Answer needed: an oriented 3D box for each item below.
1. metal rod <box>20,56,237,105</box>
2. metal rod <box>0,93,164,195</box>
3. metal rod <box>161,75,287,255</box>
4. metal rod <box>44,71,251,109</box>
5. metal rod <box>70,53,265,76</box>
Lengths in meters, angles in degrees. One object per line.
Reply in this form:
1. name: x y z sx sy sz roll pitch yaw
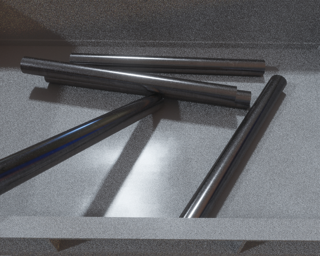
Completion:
1. metal rod: -0.047 -0.067 0.432 0.302 0.025 0.025 9 51 6
2. metal rod: -0.078 0.009 0.316 0.025 0.025 0.302 26 29 20
3. metal rod: 0.095 0.026 0.384 0.025 0.025 0.301 27 55 20
4. metal rod: -0.022 -0.061 0.455 0.302 0.025 0.025 8 51 6
5. metal rod: 0.011 -0.101 0.489 0.302 0.025 0.025 2 50 1
